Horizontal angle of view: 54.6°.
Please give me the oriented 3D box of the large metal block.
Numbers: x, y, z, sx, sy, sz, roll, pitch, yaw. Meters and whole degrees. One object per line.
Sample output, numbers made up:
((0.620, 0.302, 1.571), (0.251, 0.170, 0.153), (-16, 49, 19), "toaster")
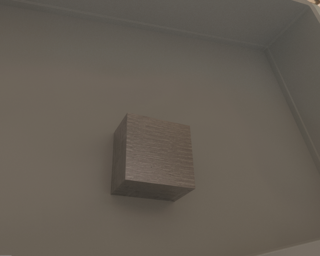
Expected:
((-0.009, 0.036, 0.362), (0.081, 0.050, 0.080), (12, 57, -22), "large metal block")
